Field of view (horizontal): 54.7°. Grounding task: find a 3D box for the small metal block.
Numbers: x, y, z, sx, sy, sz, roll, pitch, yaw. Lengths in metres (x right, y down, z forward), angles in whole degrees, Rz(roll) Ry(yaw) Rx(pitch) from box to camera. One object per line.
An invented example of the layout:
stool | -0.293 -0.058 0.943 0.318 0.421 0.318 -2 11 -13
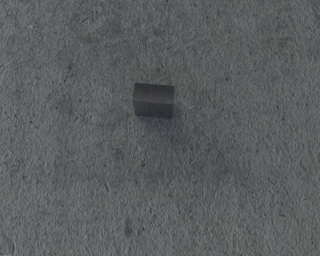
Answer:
small metal block | -0.008 -0.035 0.408 0.050 0.050 0.025 5 70 1
